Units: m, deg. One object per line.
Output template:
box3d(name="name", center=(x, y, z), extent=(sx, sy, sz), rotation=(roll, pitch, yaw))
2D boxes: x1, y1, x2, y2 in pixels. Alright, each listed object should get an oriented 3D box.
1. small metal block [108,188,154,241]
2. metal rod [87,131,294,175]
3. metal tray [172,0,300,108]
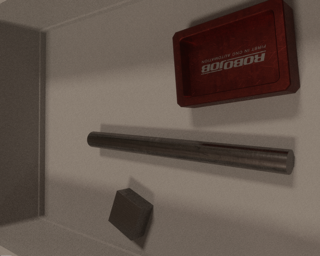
box3d(name="small metal block", center=(-0.042, 0.121, 0.439), extent=(0.050, 0.025, 0.050), rotation=(27, 107, 36))
box3d(name="metal rod", center=(0.011, 0.026, 0.396), extent=(0.300, 0.025, 0.025), rotation=(4, 93, 39))
box3d(name="metal tray", center=(0.077, -0.074, 0.338), extent=(0.130, 0.030, 0.089), rotation=(-6, 86, 39))
